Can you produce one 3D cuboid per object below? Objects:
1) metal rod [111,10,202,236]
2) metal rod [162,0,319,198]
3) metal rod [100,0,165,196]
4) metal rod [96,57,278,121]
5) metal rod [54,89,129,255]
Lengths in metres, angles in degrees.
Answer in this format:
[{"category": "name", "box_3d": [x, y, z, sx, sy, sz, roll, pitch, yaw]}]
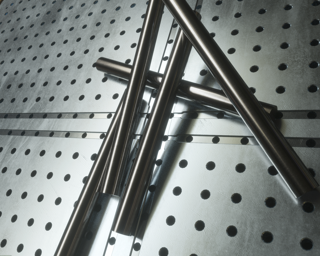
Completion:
[{"category": "metal rod", "box_3d": [0.000, -0.017, 0.392, 0.025, 0.025, 0.299, 9, 74, 32]}, {"category": "metal rod", "box_3d": [0.077, -0.059, 0.357, 0.025, 0.025, 0.299, -31, 66, 8]}, {"category": "metal rod", "box_3d": [-0.033, -0.057, 0.430, 0.025, 0.025, 0.299, 3, 72, 29]}, {"category": "metal rod", "box_3d": [0.014, -0.060, 0.436, 0.300, 0.025, 0.025, 23, 74, 36]}, {"category": "metal rod", "box_3d": [-0.087, 0.078, 0.403, 0.025, 0.025, 0.300, 6, 64, 30]}]
